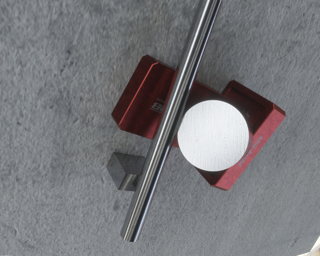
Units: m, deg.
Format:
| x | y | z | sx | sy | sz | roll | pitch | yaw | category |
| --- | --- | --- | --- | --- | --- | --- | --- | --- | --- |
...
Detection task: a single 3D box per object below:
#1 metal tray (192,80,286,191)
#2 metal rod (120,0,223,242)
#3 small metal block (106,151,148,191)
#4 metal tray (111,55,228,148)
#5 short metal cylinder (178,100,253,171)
| x | y | z | sx | sy | sz | roll | pitch | yaw | category |
| --- | --- | --- | --- | --- | --- | --- | --- | --- | --- |
| 0.095 | 0.008 | 0.425 | 0.030 | 0.090 | 0.129 | 26 | 104 | -37 | metal tray |
| 0.009 | -0.001 | 0.363 | 0.025 | 0.025 | 0.298 | 11 | 104 | -34 | metal rod |
| -0.037 | 0.058 | 0.409 | 0.050 | 0.050 | 0.025 | 13 | 112 | -34 | small metal block |
| 0.016 | -0.026 | 0.398 | 0.131 | 0.030 | 0.090 | 20 | 108 | -36 | metal tray |
| 0.067 | 0.009 | 0.369 | 0.080 | 0.080 | 0.050 | -56 | 161 | 11 | short metal cylinder |
